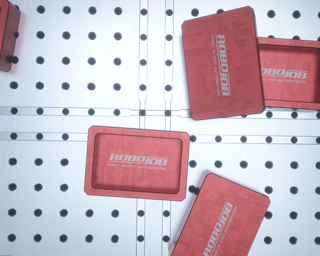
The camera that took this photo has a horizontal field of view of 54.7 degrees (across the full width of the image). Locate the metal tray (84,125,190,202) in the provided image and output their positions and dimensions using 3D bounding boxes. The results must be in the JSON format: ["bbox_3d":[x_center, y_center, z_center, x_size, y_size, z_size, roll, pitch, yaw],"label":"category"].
[{"bbox_3d":[-0.029,0.045,0.410,0.131,0.030,0.089,4,90,-1],"label":"metal tray"}]

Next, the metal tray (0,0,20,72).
[{"bbox_3d":[-0.262,-0.130,0.407,0.131,0.030,0.089,10,90,-1],"label":"metal tray"}]

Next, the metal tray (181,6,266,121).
[{"bbox_3d":[0.081,-0.078,0.396,0.090,0.030,0.129,-6,90,22],"label":"metal tray"}]

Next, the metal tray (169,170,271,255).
[{"bbox_3d":[0.077,0.132,0.412,0.090,0.030,0.129,24,90,-1],"label":"metal tray"}]

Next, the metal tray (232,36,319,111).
[{"bbox_3d":[0.158,-0.071,0.412,0.131,0.030,0.089,4,90,-1],"label":"metal tray"}]
